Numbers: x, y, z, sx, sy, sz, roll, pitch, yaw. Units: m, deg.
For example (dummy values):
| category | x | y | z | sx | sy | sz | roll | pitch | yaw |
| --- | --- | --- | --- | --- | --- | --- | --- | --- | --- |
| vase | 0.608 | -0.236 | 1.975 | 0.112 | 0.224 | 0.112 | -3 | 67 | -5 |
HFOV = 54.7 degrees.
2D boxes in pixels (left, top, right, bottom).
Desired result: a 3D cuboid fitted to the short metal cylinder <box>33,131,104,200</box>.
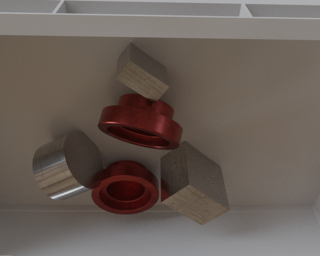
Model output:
| category | x | y | z | sx | sy | sz | roll | pitch | yaw |
| --- | --- | --- | --- | --- | --- | --- | --- | --- | --- |
| short metal cylinder | -0.120 | 0.050 | 0.414 | 0.050 | 0.080 | 0.080 | -23 | 127 | 18 |

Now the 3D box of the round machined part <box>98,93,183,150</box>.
| category | x | y | z | sx | sy | sz | roll | pitch | yaw |
| --- | --- | --- | --- | --- | --- | --- | --- | --- | --- |
| round machined part | -0.021 | -0.008 | 0.370 | 0.099 | 0.042 | 0.098 | 13 | 165 | 4 |

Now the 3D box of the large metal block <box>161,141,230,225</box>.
| category | x | y | z | sx | sy | sz | roll | pitch | yaw |
| --- | --- | --- | --- | --- | --- | --- | --- | --- | --- |
| large metal block | 0.048 | 0.078 | 0.440 | 0.080 | 0.080 | 0.050 | 36 | 121 | -27 |

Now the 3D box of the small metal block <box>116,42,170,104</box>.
| category | x | y | z | sx | sy | sz | roll | pitch | yaw |
| --- | --- | --- | --- | --- | --- | --- | --- | --- | --- |
| small metal block | -0.019 | -0.061 | 0.339 | 0.050 | 0.050 | 0.025 | 31 | 118 | -24 |

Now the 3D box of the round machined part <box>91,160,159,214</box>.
| category | x | y | z | sx | sy | sz | roll | pitch | yaw |
| --- | --- | --- | --- | --- | --- | --- | --- | --- | --- |
| round machined part | -0.051 | 0.086 | 0.469 | 0.099 | 0.042 | 0.097 | -2 | 133 | -2 |
